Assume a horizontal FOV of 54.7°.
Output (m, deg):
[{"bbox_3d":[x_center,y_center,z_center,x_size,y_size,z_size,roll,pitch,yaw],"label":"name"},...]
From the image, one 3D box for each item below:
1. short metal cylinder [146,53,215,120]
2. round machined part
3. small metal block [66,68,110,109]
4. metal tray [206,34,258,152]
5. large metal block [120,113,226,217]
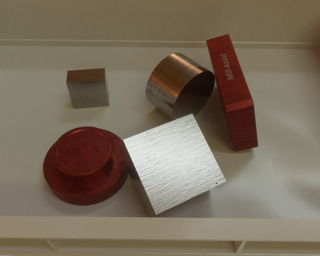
[{"bbox_3d":[0.028,-0.053,0.414,0.080,0.080,0.050,-35,59,-26],"label":"short metal cylinder"},{"bbox_3d":[-0.087,0.037,0.362,0.099,0.042,0.098,0,50,0],"label":"round machined part"},{"bbox_3d":[-0.099,-0.055,0.434,0.050,0.050,0.025,-5,51,-5],"label":"small metal block"},{"bbox_3d":[0.092,-0.046,0.399,0.030,0.090,0.130,-14,49,11],"label":"metal tray"},{"bbox_3d":[0.011,0.041,0.336,0.081,0.050,0.080,-21,77,-17],"label":"large metal block"}]
